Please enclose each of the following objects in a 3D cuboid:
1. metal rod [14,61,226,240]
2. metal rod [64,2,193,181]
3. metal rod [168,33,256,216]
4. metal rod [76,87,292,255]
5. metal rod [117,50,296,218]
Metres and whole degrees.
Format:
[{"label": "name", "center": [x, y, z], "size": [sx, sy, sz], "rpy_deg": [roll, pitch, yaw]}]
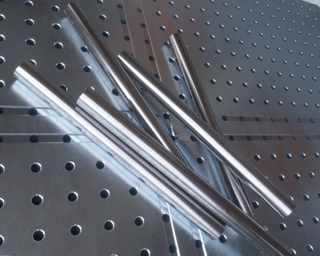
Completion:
[{"label": "metal rod", "center": [-0.046, 0.027, 0.366], "size": [0.300, 0.025, 0.025], "rpy_deg": [40, 51, -1]}, {"label": "metal rod", "center": [-0.043, -0.049, 0.414], "size": [0.025, 0.025, 0.299], "rpy_deg": [-26, 76, -37]}, {"label": "metal rod", "center": [0.068, -0.017, 0.454], "size": [0.025, 0.025, 0.299], "rpy_deg": [-4, 64, -30]}, {"label": "metal rod", "center": [0.030, 0.058, 0.360], "size": [0.300, 0.025, 0.025], "rpy_deg": [39, 51, -3]}, {"label": "metal rod", "center": [0.052, 0.001, 0.412], "size": [0.300, 0.025, 0.025], "rpy_deg": [44, 51, 11]}]
